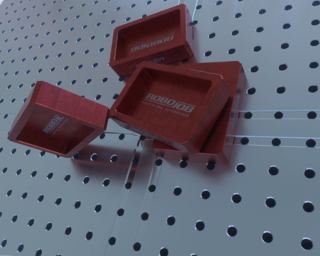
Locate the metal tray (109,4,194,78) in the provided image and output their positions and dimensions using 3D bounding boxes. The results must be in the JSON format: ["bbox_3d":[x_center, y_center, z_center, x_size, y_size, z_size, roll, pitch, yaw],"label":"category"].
[{"bbox_3d":[-0.014,-0.139,0.495,0.130,0.030,0.090,-12,57,21],"label":"metal tray"}]

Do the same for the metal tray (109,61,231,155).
[{"bbox_3d":[0.007,-0.030,0.377,0.130,0.030,0.090,20,73,38],"label":"metal tray"}]

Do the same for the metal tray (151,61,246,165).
[{"bbox_3d":[0.051,-0.023,0.391,0.090,0.030,0.130,4,63,29],"label":"metal tray"}]

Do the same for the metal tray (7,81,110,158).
[{"bbox_3d":[-0.135,-0.004,0.402,0.129,0.091,0.030,-32,44,48],"label":"metal tray"}]
